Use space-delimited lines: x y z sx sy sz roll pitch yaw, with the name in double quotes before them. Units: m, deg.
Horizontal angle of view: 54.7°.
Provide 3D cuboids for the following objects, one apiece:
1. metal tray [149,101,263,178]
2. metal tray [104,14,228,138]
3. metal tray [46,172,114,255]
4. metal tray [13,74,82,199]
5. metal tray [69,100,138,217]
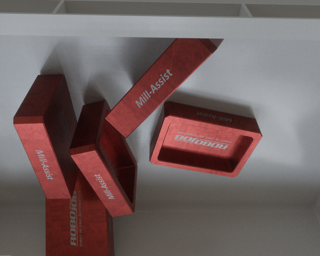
"metal tray" 0.058 0.019 0.422 0.131 0.030 0.089 11 129 -10
"metal tray" 0.007 -0.054 0.317 0.030 0.090 0.129 44 120 -5
"metal tray" -0.118 0.131 0.454 0.090 0.129 0.030 -7 165 5
"metal tray" -0.126 0.012 0.374 0.030 0.090 0.129 -2 130 1
"metal tray" -0.066 0.041 0.400 0.030 0.090 0.129 -13 129 10
